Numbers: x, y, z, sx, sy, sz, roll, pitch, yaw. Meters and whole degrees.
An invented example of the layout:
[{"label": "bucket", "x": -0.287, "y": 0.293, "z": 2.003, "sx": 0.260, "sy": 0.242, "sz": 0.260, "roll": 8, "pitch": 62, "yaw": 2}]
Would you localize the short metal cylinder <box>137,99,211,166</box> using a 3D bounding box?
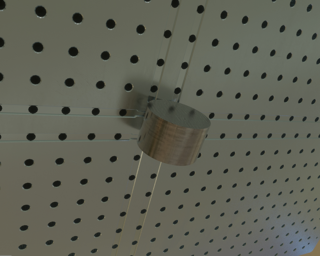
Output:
[{"label": "short metal cylinder", "x": 0.016, "y": 0.004, "z": 0.386, "sx": 0.081, "sy": 0.080, "sz": 0.050, "roll": 4, "pitch": 117, "yaw": -30}]
